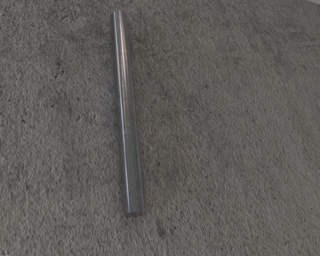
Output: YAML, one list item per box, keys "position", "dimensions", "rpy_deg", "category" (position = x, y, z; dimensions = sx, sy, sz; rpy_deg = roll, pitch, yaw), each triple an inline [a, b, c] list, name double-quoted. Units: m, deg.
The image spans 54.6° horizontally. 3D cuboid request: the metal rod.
- position: [-0.045, -0.038, 0.402]
  dimensions: [0.025, 0.025, 0.299]
  rpy_deg: [6, 59, -25]
  category: "metal rod"
